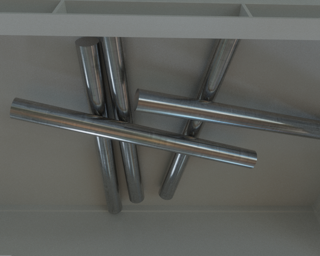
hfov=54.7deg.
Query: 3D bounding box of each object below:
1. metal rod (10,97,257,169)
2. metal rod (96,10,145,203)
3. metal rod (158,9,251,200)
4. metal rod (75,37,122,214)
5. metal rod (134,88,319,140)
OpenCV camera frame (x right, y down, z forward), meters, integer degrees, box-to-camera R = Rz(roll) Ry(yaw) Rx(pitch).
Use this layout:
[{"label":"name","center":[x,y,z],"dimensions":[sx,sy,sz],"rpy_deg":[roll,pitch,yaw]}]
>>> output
[{"label":"metal rod","center":[-0.022,0.010,0.382],"dimensions":[0.302,0.025,0.025],"rpy_deg":[13,129,-11]},{"label":"metal rod","center":[-0.045,-0.001,0.407],"dimensions":[0.025,0.025,0.298],"rpy_deg":[-2,130,1]},{"label":"metal rod","center":[0.045,-0.005,0.405],"dimensions":[0.025,0.025,0.298],"rpy_deg":[10,130,-9]},{"label":"metal rod","center":[-0.077,0.021,0.426],"dimensions":[0.025,0.025,0.298],"rpy_deg":[-1,130,0]},{"label":"metal rod","center":[0.118,-0.010,0.378],"dimensions":[0.302,0.025,0.025],"rpy_deg":[8,130,-17]}]
